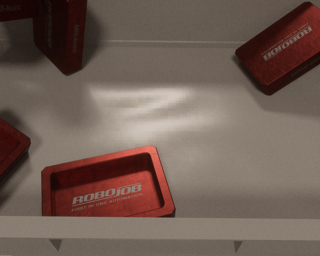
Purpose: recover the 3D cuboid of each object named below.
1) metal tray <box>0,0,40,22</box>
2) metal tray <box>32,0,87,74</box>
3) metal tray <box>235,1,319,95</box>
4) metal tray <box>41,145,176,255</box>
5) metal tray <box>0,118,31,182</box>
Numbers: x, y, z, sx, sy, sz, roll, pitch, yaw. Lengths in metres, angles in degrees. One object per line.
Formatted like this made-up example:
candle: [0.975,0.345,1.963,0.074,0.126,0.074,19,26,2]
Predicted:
metal tray: [-0.231,-0.149,0.393,0.090,0.030,0.130,2,24,16]
metal tray: [-0.150,-0.156,0.456,0.030,0.129,0.090,-31,65,-36]
metal tray: [0.192,-0.120,0.464,0.130,0.030,0.090,-34,52,12]
metal tray: [-0.057,0.074,0.338,0.131,0.030,0.090,-11,51,-10]
metal tray: [-0.222,0.039,0.339,0.090,0.030,0.130,37,53,-9]
